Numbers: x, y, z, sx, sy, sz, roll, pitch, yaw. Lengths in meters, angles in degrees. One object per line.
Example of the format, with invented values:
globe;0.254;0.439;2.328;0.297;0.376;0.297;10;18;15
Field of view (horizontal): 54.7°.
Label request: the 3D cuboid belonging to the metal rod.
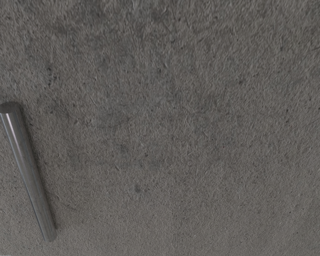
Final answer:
metal rod;-0.196;0.088;0.479;0.025;0.025;0.298;2;130;-2
